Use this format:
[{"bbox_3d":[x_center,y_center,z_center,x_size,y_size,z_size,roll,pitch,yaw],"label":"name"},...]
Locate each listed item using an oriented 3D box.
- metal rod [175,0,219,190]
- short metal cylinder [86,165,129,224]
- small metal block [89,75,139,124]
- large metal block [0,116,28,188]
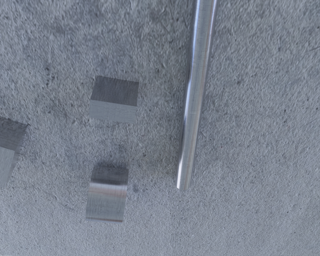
[{"bbox_3d":[0.041,-0.027,0.384,0.025,0.025,0.298,1,130,-2],"label":"metal rod"},{"bbox_3d":[-0.076,0.097,0.453,0.050,0.080,0.079,8,130,-7],"label":"short metal cylinder"},{"bbox_3d":[-0.053,-0.034,0.361,0.050,0.050,0.025,8,130,-8],"label":"small metal block"},{"bbox_3d":[-0.232,0.026,0.410,0.080,0.050,0.079,20,127,-17],"label":"large metal block"}]
